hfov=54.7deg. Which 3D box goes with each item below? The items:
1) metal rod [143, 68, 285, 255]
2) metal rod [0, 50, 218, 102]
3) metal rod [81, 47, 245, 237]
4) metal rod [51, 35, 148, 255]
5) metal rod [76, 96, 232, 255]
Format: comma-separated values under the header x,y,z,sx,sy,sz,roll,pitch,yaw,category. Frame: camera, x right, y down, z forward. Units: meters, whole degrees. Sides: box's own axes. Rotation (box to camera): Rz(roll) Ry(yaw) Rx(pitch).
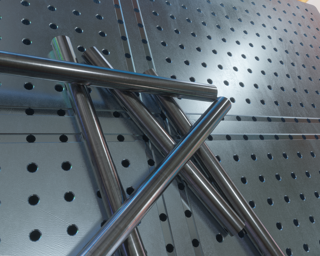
x,y,z,sx,sy,sz,roll,pitch,yaw,category
0.063,0.044,0.417,0.025,0.025,0.299,-25,76,-37,metal rod
-0.059,-0.061,0.383,0.302,0.025,0.025,5,60,-26,metal rod
0.000,0.012,0.401,0.025,0.025,0.300,-35,81,-39,metal rod
-0.075,0.016,0.358,0.025,0.025,0.299,-10,67,-33,metal rod
0.009,0.047,0.353,0.025,0.025,0.302,44,51,2,metal rod
